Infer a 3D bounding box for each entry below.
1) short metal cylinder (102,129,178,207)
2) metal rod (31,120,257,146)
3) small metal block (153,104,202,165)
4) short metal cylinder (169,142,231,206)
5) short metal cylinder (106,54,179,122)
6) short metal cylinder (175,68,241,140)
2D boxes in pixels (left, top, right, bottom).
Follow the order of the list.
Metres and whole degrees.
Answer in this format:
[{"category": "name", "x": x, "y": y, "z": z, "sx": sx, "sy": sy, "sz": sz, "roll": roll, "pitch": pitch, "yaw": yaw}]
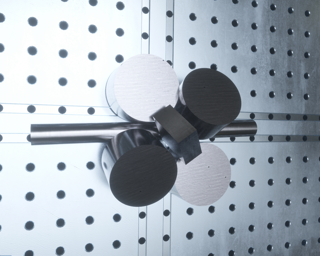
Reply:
[{"category": "short metal cylinder", "x": -0.026, "y": 0.047, "z": 0.373, "sx": 0.081, "sy": 0.050, "sz": 0.079, "roll": -8, "pitch": 113, "yaw": -18}, {"category": "metal rod", "x": -0.006, "y": 0.004, "z": 0.406, "sx": 0.303, "sy": 0.025, "sz": 0.025, "roll": -2, "pitch": 91, "yaw": -20}, {"category": "small metal block", "x": 0.021, "y": 0.008, "z": 0.365, "sx": 0.025, "sy": 0.050, "sz": 0.050, "roll": -36, "pitch": 144, "yaw": -11}, {"category": "short metal cylinder", "x": 0.046, "y": 0.058, "z": 0.413, "sx": 0.081, "sy": 0.050, "sz": 0.079, "roll": 0, "pitch": 90, "yaw": -20}, {"category": "short metal cylinder", "x": -0.023, "y": -0.047, "z": 0.387, "sx": 0.081, "sy": 0.050, "sz": 0.079, "roll": 0, "pitch": 90, "yaw": -20}, {"category": "short metal cylinder", "x": 0.057, "y": -0.030, "z": 0.403, "sx": 0.081, "sy": 0.050, "sz": 0.080, "roll": 8, "pitch": 64, "yaw": -16}]
